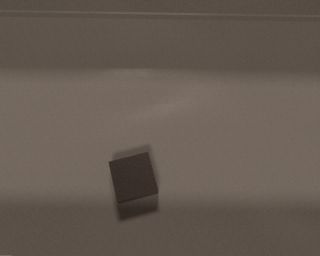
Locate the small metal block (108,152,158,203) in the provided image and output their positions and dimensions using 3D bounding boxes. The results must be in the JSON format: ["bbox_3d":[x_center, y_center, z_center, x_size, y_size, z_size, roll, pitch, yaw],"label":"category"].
[{"bbox_3d":[-0.033,0.062,0.386,0.050,0.025,0.050,-14,71,-6],"label":"small metal block"}]
